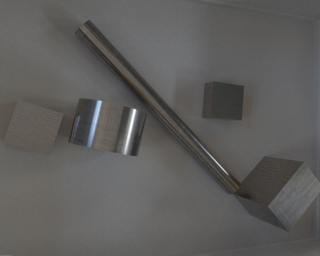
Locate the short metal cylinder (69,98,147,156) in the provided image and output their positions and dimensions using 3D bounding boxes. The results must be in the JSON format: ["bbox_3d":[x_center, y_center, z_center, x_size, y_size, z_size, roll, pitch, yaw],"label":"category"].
[{"bbox_3d":[-0.060,0.000,0.360,0.081,0.080,0.050,14,86,-20],"label":"short metal cylinder"}]

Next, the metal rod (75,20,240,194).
[{"bbox_3d":[0.006,-0.018,0.413,0.300,0.025,0.025,46,76,-15],"label":"metal rod"}]

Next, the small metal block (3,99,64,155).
[{"bbox_3d":[-0.145,0.000,0.357,0.050,0.025,0.050,19,84,-20],"label":"small metal block"}]

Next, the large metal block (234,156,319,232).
[{"bbox_3d":[0.166,0.090,0.445,0.080,0.080,0.050,-44,104,-15],"label":"large metal block"}]

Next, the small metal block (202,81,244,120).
[{"bbox_3d":[0.091,-0.038,0.446,0.050,0.025,0.050,5,89,-20],"label":"small metal block"}]
